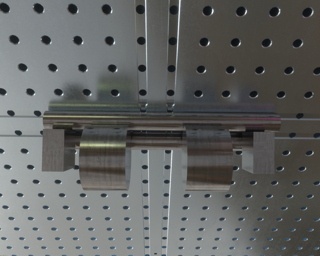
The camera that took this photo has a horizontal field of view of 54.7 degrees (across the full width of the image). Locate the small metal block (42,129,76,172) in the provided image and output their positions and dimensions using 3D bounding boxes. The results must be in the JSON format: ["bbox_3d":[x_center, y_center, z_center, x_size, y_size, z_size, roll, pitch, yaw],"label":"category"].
[{"bbox_3d":[-0.125,0.027,0.387,0.025,0.050,0.050,1,88,0],"label":"small metal block"}]

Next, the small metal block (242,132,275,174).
[{"bbox_3d":[0.123,0.030,0.392,0.025,0.050,0.050,1,89,0],"label":"small metal block"}]

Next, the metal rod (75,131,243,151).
[{"bbox_3d":[0.000,0.018,0.427,0.302,0.025,0.025,1,130,-1],"label":"metal rod"}]

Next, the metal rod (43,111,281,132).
[{"bbox_3d":[0.003,-0.008,0.405,0.302,0.025,0.025,1,130,-1],"label":"metal rod"}]

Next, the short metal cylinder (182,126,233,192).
[{"bbox_3d":[0.055,0.037,0.379,0.050,0.080,0.079,1,130,-1],"label":"short metal cylinder"}]

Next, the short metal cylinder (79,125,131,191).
[{"bbox_3d":[-0.063,0.036,0.377,0.050,0.080,0.079,1,130,-1],"label":"short metal cylinder"}]
